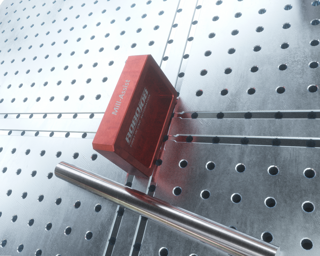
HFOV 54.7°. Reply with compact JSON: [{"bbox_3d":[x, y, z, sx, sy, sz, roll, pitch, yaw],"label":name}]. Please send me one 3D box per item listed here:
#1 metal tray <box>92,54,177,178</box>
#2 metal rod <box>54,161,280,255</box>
[{"bbox_3d":[-0.025,-0.014,0.386,0.030,0.090,0.130,4,64,31],"label":"metal tray"},{"bbox_3d":[-0.018,0.090,0.361,0.300,0.025,0.025,14,69,33],"label":"metal rod"}]
